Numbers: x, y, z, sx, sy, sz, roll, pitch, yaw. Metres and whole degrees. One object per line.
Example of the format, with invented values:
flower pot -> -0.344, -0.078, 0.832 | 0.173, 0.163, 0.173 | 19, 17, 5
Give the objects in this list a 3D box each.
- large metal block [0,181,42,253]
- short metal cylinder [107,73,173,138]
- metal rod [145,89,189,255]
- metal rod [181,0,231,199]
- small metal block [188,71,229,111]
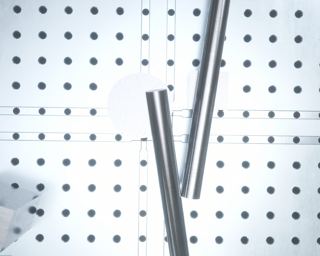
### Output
large metal block -> -0.208, 0.103, 0.384 | 0.080, 0.080, 0.050 | 18, 90, 0
short metal cylinder -> -0.024, -0.028, 0.400 | 0.081, 0.050, 0.080 | 0, 90, 0
metal rod -> 0.016, 0.101, 0.383 | 0.025, 0.025, 0.298 | -8, 102, 0
metal rod -> 0.061, -0.061, 0.388 | 0.025, 0.025, 0.298 | 9, 90, 0
small metal block -> 0.063, -0.049, 0.414 | 0.050, 0.025, 0.050 | 1, 90, 0
